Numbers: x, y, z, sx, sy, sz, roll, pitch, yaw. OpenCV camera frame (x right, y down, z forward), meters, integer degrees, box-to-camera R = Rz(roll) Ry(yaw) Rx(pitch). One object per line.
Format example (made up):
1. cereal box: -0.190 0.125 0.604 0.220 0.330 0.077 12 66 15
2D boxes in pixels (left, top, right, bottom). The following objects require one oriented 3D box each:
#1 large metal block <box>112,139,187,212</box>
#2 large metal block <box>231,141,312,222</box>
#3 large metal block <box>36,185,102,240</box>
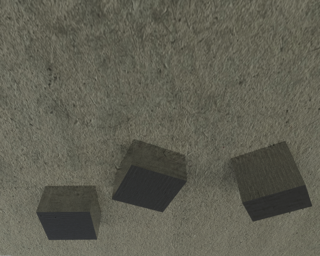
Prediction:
1. large metal block: -0.016 0.071 0.451 0.081 0.050 0.079 19 128 -16
2. large metal block: 0.154 0.074 0.436 0.080 0.080 0.050 -21 127 17
3. large metal block: -0.145 0.140 0.508 0.081 0.050 0.079 0 130 0
